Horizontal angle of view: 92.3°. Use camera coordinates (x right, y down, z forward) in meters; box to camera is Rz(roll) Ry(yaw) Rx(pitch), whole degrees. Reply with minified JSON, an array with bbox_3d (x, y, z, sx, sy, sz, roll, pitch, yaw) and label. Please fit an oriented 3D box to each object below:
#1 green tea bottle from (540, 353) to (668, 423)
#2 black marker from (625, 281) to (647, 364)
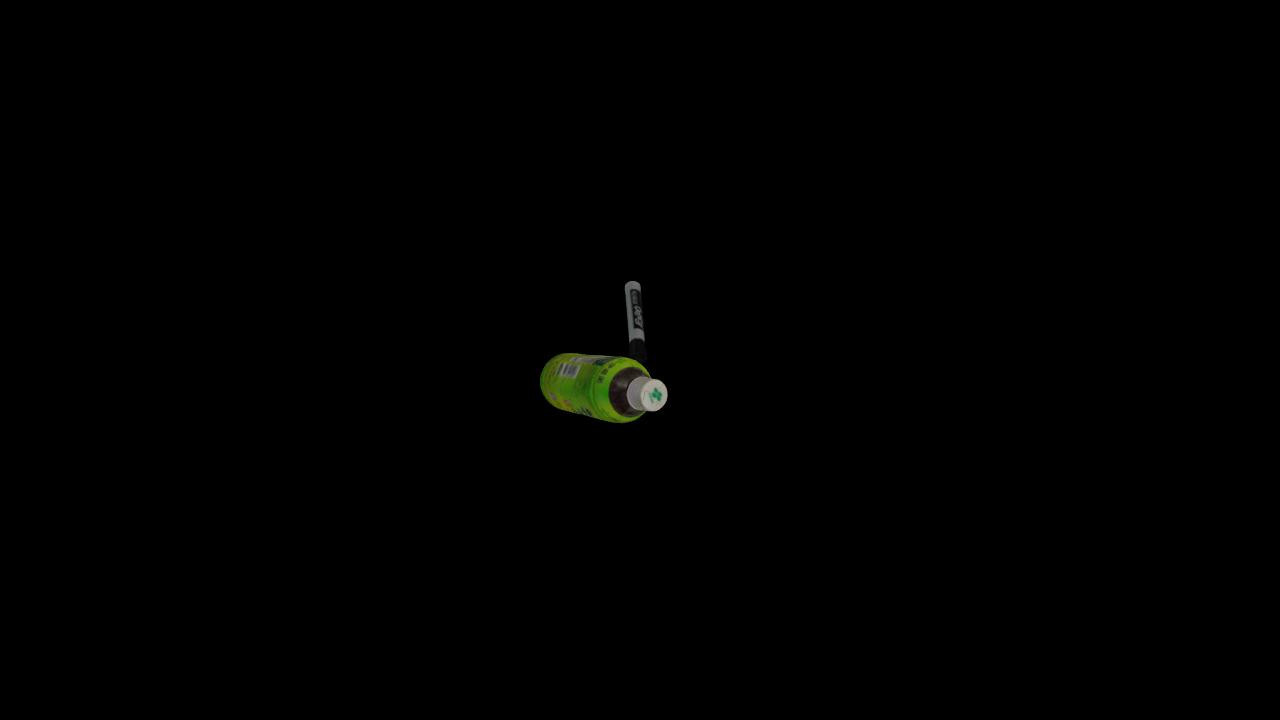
[{"bbox_3d":[-0.040,0.029,0.660,0.073,0.073,0.212,0,2,-28],"label":"green tea bottle"},{"bbox_3d":[-0.005,-0.042,0.681,0.020,0.121,0.020,-2,-42,-2],"label":"black marker"}]
